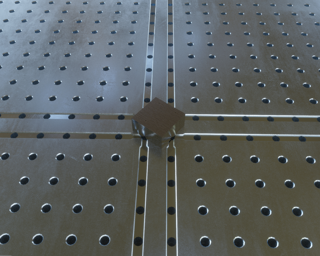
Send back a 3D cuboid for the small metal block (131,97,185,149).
[{"bbox_3d":[-0.002,-0.008,0.415,0.050,0.025,0.050,32,57,23],"label":"small metal block"}]
